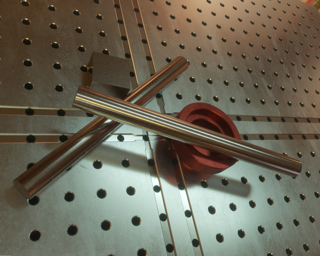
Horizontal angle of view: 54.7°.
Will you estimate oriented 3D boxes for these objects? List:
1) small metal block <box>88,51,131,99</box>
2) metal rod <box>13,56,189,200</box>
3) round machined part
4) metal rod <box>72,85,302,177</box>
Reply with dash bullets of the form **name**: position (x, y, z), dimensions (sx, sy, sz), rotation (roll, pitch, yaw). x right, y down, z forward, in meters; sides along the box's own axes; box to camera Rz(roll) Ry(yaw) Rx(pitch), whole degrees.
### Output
- **small metal block**: position (-0.069, -0.070, 0.415), dimensions (0.050, 0.025, 0.050), rotation (9, 58, -24)
- **metal rod**: position (-0.049, -0.021, 0.395), dimensions (0.025, 0.025, 0.302), rotation (44, 51, 2)
- **round machined part**: position (0.058, 0.017, 0.420), dimensions (0.099, 0.042, 0.098), rotation (14, 56, -21)
- **metal rod**: position (0.047, 0.011, 0.374), dimensions (0.302, 0.025, 0.025), rotation (18, 55, -18)
